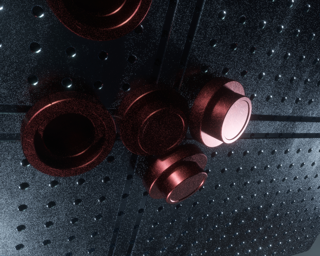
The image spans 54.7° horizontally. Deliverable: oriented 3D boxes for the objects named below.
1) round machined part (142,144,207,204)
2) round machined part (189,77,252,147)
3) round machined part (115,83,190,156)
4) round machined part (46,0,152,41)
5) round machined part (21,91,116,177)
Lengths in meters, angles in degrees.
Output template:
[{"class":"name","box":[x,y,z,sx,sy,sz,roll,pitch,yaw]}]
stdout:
[{"class":"round machined part","box":[0.028,0.071,0.442,0.099,0.042,0.097,-26,147,-18]},{"class":"round machined part","box":[0.088,-0.017,0.422,0.099,0.042,0.097,-26,130,-36]},{"class":"round machined part","box":[-0.004,-0.004,0.397,0.099,0.042,0.097,-14,124,-21]},{"class":"round machined part","box":[-0.058,-0.135,0.286,0.099,0.042,0.097,-14,125,-21]},{"class":"round machined part","box":[-0.103,0.003,0.347,0.099,0.042,0.097,-14,125,-21]}]
